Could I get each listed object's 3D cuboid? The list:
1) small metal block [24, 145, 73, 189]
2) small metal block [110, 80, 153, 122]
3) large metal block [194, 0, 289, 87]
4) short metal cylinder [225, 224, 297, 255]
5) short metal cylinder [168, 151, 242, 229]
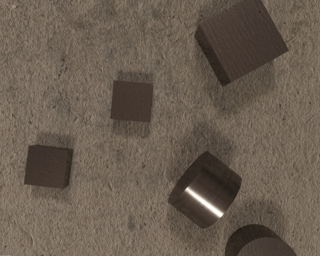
[{"bbox_3d":[-0.146,0.050,0.408,0.050,0.025,0.050,7,90,-1],"label":"small metal block"},{"bbox_3d":[-0.037,-0.034,0.410,0.050,0.025,0.050,5,90,-1],"label":"small metal block"},{"bbox_3d":[0.102,-0.110,0.399,0.080,0.050,0.080,-29,90,0],"label":"large metal block"},{"bbox_3d":[0.129,0.172,0.399,0.081,0.050,0.079,0,90,-1],"label":"short metal cylinder"},{"bbox_3d":[0.054,0.075,0.383,0.050,0.080,0.080,38,90,-1],"label":"short metal cylinder"}]
